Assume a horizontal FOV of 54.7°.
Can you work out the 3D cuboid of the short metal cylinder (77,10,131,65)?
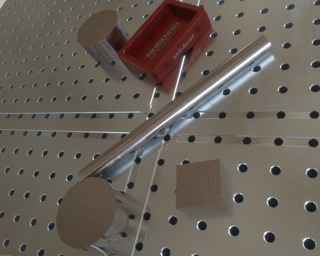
[{"bbox_3d":[-0.095,-0.157,0.539,0.080,0.050,0.080,-13,56,21],"label":"short metal cylinder"}]

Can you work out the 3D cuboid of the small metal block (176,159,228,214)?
[{"bbox_3d":[0.046,0.066,0.344,0.050,0.025,0.050,-11,57,22],"label":"small metal block"}]

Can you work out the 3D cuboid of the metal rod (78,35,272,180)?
[{"bbox_3d":[0.018,-0.022,0.412,0.300,0.025,0.025,-37,51,3],"label":"metal rod"}]

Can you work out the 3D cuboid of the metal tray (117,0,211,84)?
[{"bbox_3d":[0.005,-0.140,0.488,0.090,0.030,0.130,34,80,38],"label":"metal tray"}]

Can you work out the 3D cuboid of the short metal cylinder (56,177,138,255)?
[{"bbox_3d":[-0.073,0.104,0.367,0.080,0.050,0.080,-13,56,21],"label":"short metal cylinder"}]
